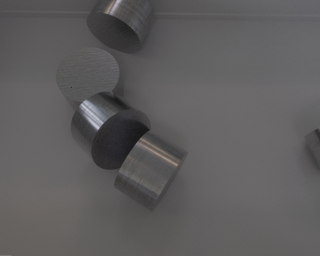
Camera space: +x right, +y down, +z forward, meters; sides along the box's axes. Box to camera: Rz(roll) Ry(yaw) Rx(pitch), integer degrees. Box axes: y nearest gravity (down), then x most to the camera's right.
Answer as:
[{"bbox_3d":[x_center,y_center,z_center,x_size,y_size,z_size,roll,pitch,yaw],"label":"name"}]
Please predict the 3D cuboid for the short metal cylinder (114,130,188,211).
[{"bbox_3d":[-0.009,0.049,0.362,0.050,0.080,0.080,31,73,10],"label":"short metal cylinder"}]

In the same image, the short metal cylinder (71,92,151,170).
[{"bbox_3d":[-0.058,0.003,0.372,0.080,0.080,0.050,-42,50,-14],"label":"short metal cylinder"}]

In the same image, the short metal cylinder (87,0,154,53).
[{"bbox_3d":[-0.055,-0.151,0.435,0.080,0.080,0.050,20,72,7],"label":"short metal cylinder"}]

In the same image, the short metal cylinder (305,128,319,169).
[{"bbox_3d":[0.227,0.019,0.375,0.080,0.080,0.050,-17,71,-6],"label":"short metal cylinder"}]

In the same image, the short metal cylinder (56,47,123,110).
[{"bbox_3d":[-0.092,-0.061,0.418,0.081,0.050,0.080,0,70,0],"label":"short metal cylinder"}]
